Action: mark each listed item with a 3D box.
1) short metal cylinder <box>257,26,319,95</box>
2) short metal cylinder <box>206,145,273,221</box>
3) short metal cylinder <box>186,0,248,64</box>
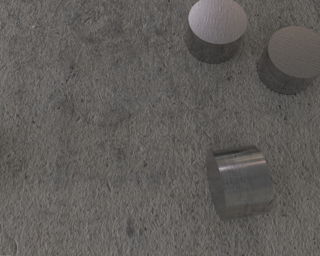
[{"bbox_3d":[0.182,-0.092,0.430,0.081,0.050,0.080,0,70,0],"label":"short metal cylinder"},{"bbox_3d":[0.088,0.062,0.357,0.050,0.080,0.080,-9,70,-3],"label":"short metal cylinder"},{"bbox_3d":[0.079,-0.140,0.446,0.081,0.050,0.080,0,70,0],"label":"short metal cylinder"}]
